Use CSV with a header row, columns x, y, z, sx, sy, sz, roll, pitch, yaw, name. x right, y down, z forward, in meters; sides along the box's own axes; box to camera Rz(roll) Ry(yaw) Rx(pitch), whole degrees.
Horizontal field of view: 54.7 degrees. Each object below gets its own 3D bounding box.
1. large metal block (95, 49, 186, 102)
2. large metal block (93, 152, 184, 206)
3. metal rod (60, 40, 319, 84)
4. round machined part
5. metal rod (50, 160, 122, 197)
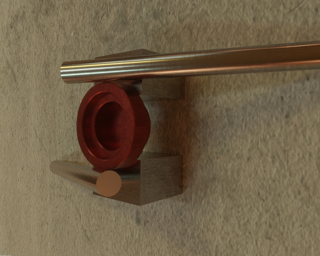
x,y,z,sx,sy,sz,roll,pitch,yaw,name
-0.024,-0.061,0.388,0.080,0.081,0.050,2,91,39,large metal block
-0.026,0.058,0.390,0.080,0.081,0.050,2,91,39,large metal block
0.040,-0.063,0.302,0.301,0.025,0.025,0,90,17,metal rod
-0.049,-0.002,0.357,0.098,0.042,0.097,0,90,39,round machined part
-0.118,0.062,0.429,0.299,0.025,0.025,-7,85,62,metal rod
